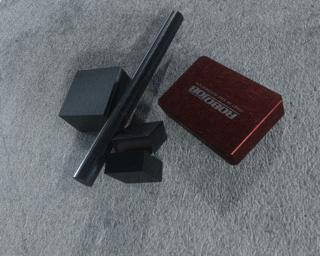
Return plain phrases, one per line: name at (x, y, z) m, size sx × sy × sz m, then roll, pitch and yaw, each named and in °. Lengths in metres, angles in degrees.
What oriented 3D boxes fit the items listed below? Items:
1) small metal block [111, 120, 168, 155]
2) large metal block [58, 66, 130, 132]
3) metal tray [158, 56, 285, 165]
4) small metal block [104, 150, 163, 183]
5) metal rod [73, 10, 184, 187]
small metal block at (-0.025, 0.014, 0.390) m, size 0.050 × 0.025 × 0.050 m, roll -7°, pitch 19°, yaw 24°
large metal block at (-0.090, -0.041, 0.458) m, size 0.080 × 0.050 × 0.080 m, roll 0°, pitch 62°, yaw 28°
metal tray at (0.070, -0.027, 0.380) m, size 0.090 × 0.030 × 0.130 m, roll -46°, pitch 52°, yaw -5°
small metal block at (-0.030, 0.048, 0.372) m, size 0.050 × 0.050 × 0.025 m, roll -7°, pitch 64°, yaw 24°
metal rod at (-0.033, -0.057, 0.434) m, size 0.025 × 0.025 × 0.300 m, roll 9°, pitch 60°, yaw 32°
